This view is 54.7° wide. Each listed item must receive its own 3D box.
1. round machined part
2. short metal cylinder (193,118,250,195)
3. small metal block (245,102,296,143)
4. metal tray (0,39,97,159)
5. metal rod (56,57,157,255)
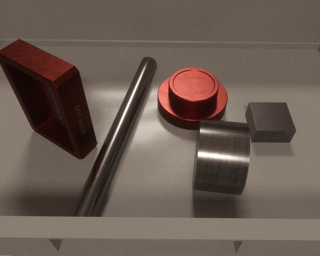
[{"bbox_3d":[0.046,-0.047,0.435,0.099,0.042,0.098,0,50,0],"label":"round machined part"},{"bbox_3d":[0.066,0.031,0.344,0.050,0.080,0.080,6,50,5],"label":"short metal cylinder"},{"bbox_3d":[0.146,-0.008,0.414,0.050,0.025,0.050,0,50,0],"label":"small metal block"},{"bbox_3d":[-0.125,-0.028,0.359,0.090,0.129,0.030,27,55,21],"label":"metal tray"},{"bbox_3d":[-0.053,0.009,0.396,0.025,0.025,0.300,11,51,9],"label":"metal rod"}]
